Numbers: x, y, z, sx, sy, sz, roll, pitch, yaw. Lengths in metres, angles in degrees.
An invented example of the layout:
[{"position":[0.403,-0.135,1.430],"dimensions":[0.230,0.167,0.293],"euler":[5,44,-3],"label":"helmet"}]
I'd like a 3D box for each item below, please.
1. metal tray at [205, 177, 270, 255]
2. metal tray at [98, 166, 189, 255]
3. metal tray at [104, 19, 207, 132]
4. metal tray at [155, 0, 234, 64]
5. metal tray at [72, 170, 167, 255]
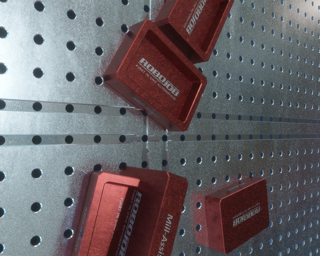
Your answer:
[{"position":[0.134,0.142,0.522],"dimensions":[0.131,0.030,0.089],"euler":[-11,98,-40],"label":"metal tray"},{"position":[-0.023,0.112,0.347],"dimensions":[0.030,0.090,0.130],"euler":[26,73,-36],"label":"metal tray"},{"position":[0.001,-0.064,0.408],"dimensions":[0.130,0.030,0.090],"euler":[38,67,-34],"label":"metal tray"},{"position":[0.055,-0.171,0.453],"dimensions":[0.090,0.030,0.130],"euler":[38,67,-34],"label":"metal tray"},{"position":[-0.045,0.120,0.353],"dimensions":[0.091,0.030,0.129],"euler":[16,80,-23],"label":"metal tray"}]
